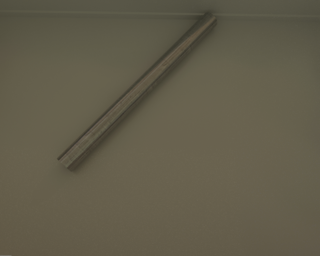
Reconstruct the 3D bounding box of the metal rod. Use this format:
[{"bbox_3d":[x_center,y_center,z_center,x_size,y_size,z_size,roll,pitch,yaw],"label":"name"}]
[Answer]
[{"bbox_3d":[-0.022,-0.059,0.430,0.025,0.025,0.301,40,74,13],"label":"metal rod"}]
